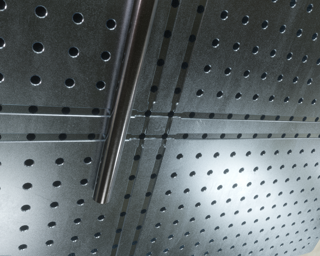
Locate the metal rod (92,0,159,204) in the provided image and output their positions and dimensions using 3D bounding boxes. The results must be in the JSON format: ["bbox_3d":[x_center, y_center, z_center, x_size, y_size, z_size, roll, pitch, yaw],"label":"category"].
[{"bbox_3d":[-0.042,-0.035,0.365,0.025,0.025,0.298,2,118,-29],"label":"metal rod"}]
